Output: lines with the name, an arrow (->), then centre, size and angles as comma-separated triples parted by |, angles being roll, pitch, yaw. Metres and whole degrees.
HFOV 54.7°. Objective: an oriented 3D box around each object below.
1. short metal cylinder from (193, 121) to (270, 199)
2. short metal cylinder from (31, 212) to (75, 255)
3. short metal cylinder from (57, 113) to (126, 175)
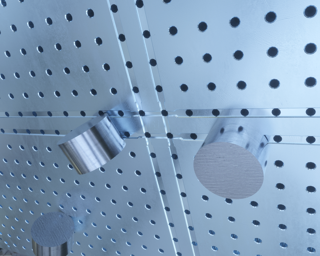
short metal cylinder -> 0.087, 0.038, 0.372 | 0.080, 0.050, 0.079 | 13, 124, 20
short metal cylinder -> -0.213, 0.216, 0.618 | 0.080, 0.080, 0.050 | 23, 127, 13
short metal cylinder -> -0.096, 0.021, 0.437 | 0.080, 0.080, 0.050 | -19, 108, 35
